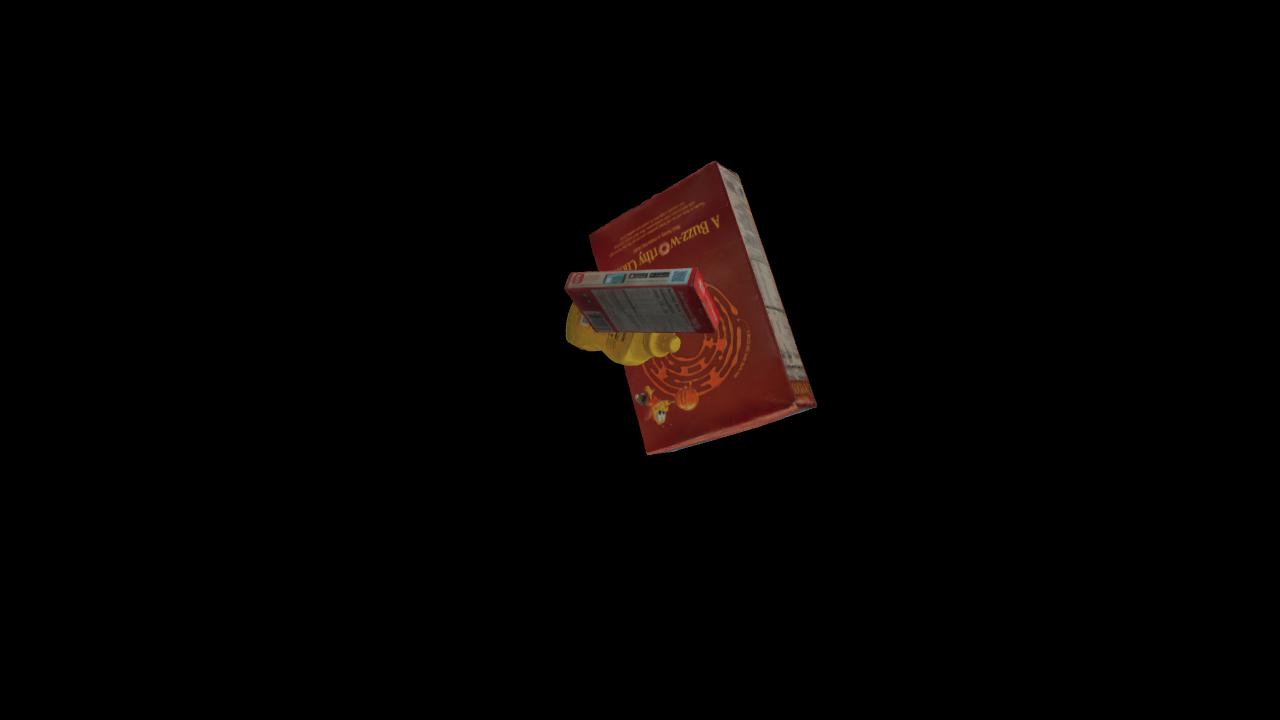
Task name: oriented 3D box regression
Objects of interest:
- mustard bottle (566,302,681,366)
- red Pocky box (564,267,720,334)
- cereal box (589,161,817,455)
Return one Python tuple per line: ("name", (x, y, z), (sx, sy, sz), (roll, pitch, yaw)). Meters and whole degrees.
("mustard bottle", (-0.017, -0.040, 0.760), (0.184, 0.092, 0.054), (21, -7, 47))
("red Pocky box", (0.003, -0.062, 0.666), (0.155, 0.028, 0.083), (2, -34, 28))
("cereal box", (0.066, -0.055, 0.753), (0.203, 0.306, 0.081), (-24, -15, 31))
